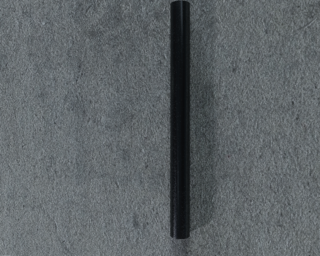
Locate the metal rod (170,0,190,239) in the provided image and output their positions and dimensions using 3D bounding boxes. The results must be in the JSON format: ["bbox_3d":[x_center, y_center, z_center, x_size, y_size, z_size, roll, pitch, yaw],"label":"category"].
[{"bbox_3d":[0.026,-0.010,0.400,0.025,0.025,0.298,0,90,20],"label":"metal rod"}]
